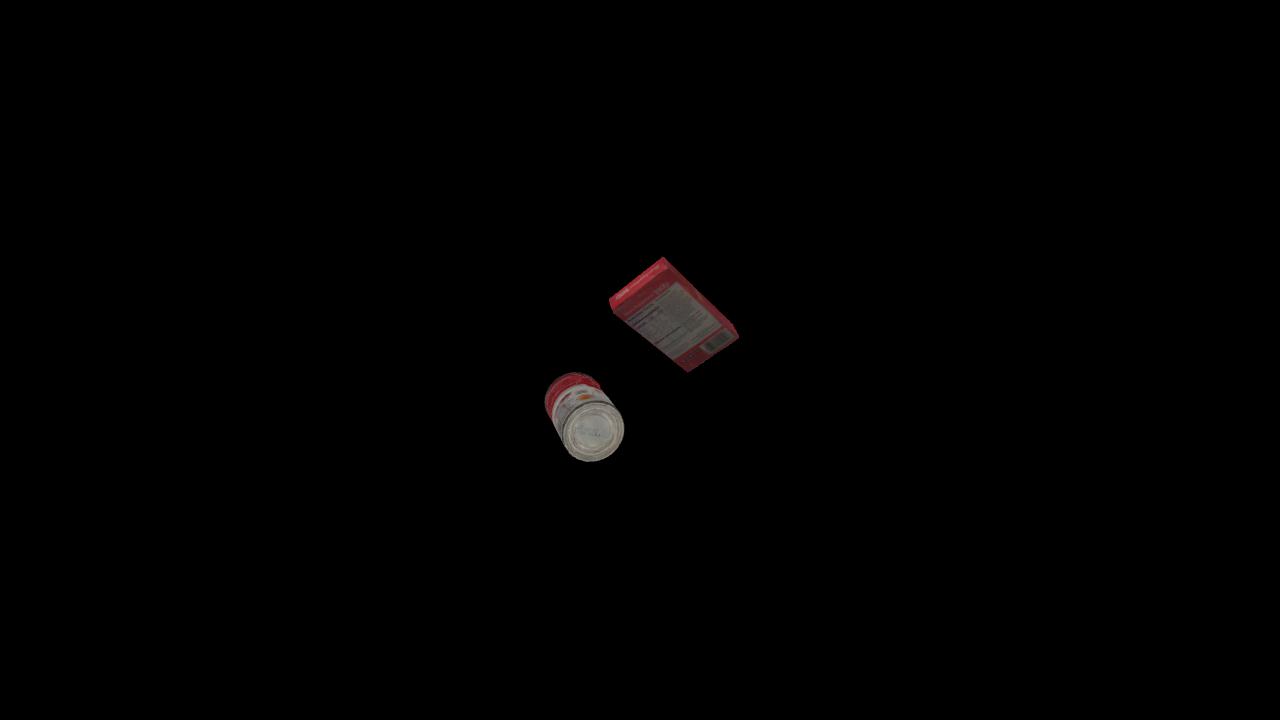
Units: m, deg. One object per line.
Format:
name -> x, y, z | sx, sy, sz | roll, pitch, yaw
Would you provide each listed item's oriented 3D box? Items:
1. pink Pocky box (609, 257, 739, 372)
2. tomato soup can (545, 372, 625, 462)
pink Pocky box -> 0.043, -0.050, 0.741 | 0.084, 0.029, 0.155 | -36, -48, 20
tomato soup can -> -0.061, 0.059, 0.662 | 0.068, 0.068, 0.101 | 0, 15, -19
